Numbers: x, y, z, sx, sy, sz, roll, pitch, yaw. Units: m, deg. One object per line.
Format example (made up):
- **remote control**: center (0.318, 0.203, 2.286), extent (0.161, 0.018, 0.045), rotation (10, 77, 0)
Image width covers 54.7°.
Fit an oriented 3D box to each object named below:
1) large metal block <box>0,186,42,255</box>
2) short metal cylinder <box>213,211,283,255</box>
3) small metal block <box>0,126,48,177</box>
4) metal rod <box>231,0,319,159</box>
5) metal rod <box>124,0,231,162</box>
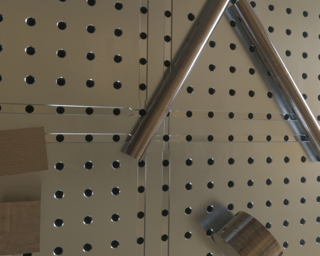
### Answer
- **large metal block**: center (-0.167, 0.094, 0.322), extent (0.081, 0.080, 0.050), rotation (1, 90, -20)
- **short metal cylinder**: center (0.120, 0.164, 0.430), extent (0.050, 0.080, 0.080), rotation (-37, 102, -16)
- **small metal block**: center (-0.157, 0.025, 0.355), extent (0.050, 0.025, 0.050), rotation (-6, 92, -20)
- **metal rod**: center (0.200, -0.067, 0.488), extent (0.025, 0.025, 0.299), rotation (-39, 103, -16)
- **metal rod**: center (0.036, -0.091, 0.426), extent (0.025, 0.025, 0.300), rotation (32, 79, -18)
